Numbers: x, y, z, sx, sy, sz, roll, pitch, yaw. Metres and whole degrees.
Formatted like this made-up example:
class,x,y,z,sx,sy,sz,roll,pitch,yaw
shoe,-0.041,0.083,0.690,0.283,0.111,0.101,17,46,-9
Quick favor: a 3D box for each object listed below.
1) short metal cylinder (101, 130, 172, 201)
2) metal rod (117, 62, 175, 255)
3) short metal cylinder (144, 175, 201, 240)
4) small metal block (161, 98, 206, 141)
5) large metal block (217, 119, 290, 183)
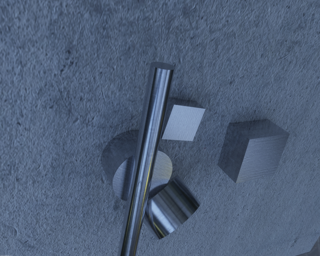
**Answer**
class,x,y,z,sx,sy,sz,roll,pitch,yaw
short metal cylinder,-0.031,0.049,0.406,0.081,0.050,0.079,-14,124,-21
metal rod,-0.024,0.069,0.372,0.025,0.025,0.298,-3,120,-27
short metal cylinder,0.010,0.111,0.440,0.080,0.050,0.080,-39,174,-4
small metal block,0.026,-0.011,0.416,0.050,0.025,0.050,5,116,-31
large metal block,0.148,0.035,0.496,0.081,0.050,0.079,-6,121,-26
